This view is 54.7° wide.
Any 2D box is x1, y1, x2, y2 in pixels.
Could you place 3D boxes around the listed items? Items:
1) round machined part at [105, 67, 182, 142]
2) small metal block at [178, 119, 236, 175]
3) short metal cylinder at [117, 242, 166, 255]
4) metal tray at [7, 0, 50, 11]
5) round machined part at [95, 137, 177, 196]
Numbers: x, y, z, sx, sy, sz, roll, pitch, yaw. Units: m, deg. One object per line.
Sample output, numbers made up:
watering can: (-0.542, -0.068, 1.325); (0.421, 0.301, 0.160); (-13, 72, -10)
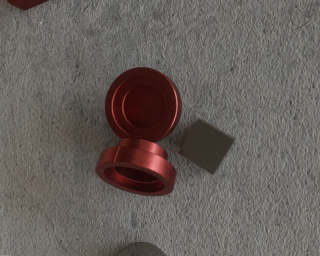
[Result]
round machined part: (-0.018, -0.028, 0.406); (0.098, 0.042, 0.097); (0, 90, 19)
small metal block: (0.060, 0.023, 0.388); (0.050, 0.025, 0.050); (32, 100, 16)
short metal cylinder: (-0.029, 0.198, 0.405); (0.080, 0.050, 0.079); (0, 90, 19)
metal tray: (-0.175, -0.244, 0.466); (0.130, 0.030, 0.089); (-13, 86, 19)
round machined part: (-0.027, 0.047, 0.388); (0.098, 0.098, 0.042); (2, 57, 19)
